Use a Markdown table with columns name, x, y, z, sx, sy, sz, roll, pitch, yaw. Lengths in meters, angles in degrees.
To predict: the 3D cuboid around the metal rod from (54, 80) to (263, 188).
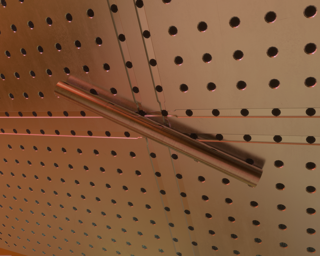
| name | x | y | z | sx | sy | sz | roll | pitch | yaw |
| --- | --- | --- | --- | --- | --- | --- | --- | --- | --- |
| metal rod | -0.011 | 0.002 | 0.417 | 0.301 | 0.025 | 0.025 | 24 | 127 | 12 |
